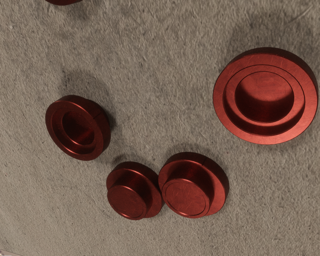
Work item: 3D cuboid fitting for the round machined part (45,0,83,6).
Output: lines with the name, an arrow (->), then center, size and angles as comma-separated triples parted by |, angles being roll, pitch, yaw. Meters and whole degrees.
round machined part -> -0.120, -0.187, 0.342 | 0.098, 0.042, 0.097 | 13, 124, 20

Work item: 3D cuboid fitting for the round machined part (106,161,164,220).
round machined part -> -0.042, 0.104, 0.481 | 0.098, 0.042, 0.097 | 13, 124, 20

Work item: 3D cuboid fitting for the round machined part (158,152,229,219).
round machined part -> 0.042, 0.085, 0.425 | 0.098, 0.042, 0.097 | 13, 124, 20

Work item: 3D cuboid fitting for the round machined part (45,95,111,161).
round machined part -> -0.113, -0.004, 0.451 | 0.098, 0.042, 0.097 | 13, 124, 20

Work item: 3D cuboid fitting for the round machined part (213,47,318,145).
round machined part -> 0.108, -0.035, 0.317 | 0.098, 0.042, 0.097 | 13, 124, 20
